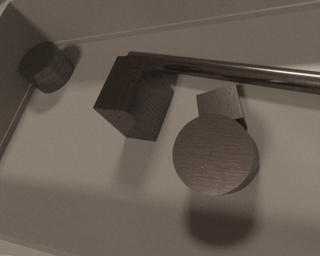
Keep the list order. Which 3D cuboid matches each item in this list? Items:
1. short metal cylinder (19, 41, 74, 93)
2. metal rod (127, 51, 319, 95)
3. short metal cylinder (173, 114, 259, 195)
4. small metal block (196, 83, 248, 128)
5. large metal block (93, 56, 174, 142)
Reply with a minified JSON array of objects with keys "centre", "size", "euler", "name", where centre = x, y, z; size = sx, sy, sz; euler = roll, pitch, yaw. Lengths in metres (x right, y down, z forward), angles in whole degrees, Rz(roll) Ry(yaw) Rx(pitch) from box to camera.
[{"centre":[-0.206,-0.110,0.562],"size":[0.080,0.050,0.080],"euler":[-13,56,20],"name":"short metal cylinder"},{"centre":[0.075,-0.077,0.412],"size":[0.300,0.025,0.025],"euler":[15,70,33],"name":"metal rod"},{"centre":[0.060,0.029,0.325],"size":[0.080,0.050,0.080],"euler":[-5,78,22],"name":"short metal cylinder"},{"centre":[0.075,-0.021,0.379],"size":[0.050,0.025,0.050],"euler":[-16,55,19],"name":"small metal block"},{"centre":[-0.030,-0.038,0.408],"size":[0.050,0.080,0.080],"euler":[7,65,31],"name":"large metal block"}]
